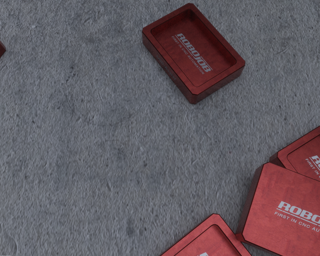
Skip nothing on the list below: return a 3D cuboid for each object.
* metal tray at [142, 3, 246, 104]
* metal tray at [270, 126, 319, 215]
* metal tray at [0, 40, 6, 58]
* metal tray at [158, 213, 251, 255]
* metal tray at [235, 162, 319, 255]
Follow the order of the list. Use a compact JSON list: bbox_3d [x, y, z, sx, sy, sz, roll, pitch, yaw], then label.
[{"bbox_3d":[0.046,-0.109,0.445,0.090,0.030,0.130,-33,73,-11],"label":"metal tray"},{"bbox_3d":[0.212,0.067,0.382,0.090,0.030,0.130,-29,73,-10],"label":"metal tray"},{"bbox_3d":[-0.306,-0.114,0.445,0.130,0.030,0.090,25,72,8],"label":"metal tray"},{"bbox_3d":[0.068,0.173,0.342,0.090,0.030,0.130,-35,74,-12],"label":"metal tray"},{"bbox_3d":[0.160,0.103,0.336,0.130,0.030,0.090,21,71,7],"label":"metal tray"}]
